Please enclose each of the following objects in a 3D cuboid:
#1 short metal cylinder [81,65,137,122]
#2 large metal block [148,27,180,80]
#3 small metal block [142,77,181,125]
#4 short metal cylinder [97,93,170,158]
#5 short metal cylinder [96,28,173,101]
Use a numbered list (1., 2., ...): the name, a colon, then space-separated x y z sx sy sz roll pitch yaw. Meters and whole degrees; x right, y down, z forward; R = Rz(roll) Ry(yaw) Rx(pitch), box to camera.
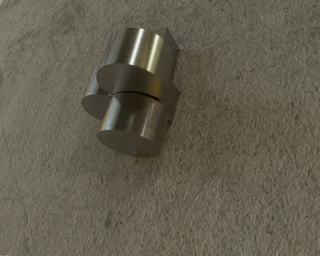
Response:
1. short metal cylinder: -0.062 -0.045 0.431 0.080 0.080 0.050 -2 61 27
2. large metal block: -0.023 -0.096 0.461 0.080 0.050 0.080 -2 61 27
3. small metal block: 0.002 -0.038 0.414 0.025 0.050 0.050 1 62 29
4. short metal cylinder: -0.033 -0.001 0.389 0.080 0.080 0.050 0 62 28
5. short metal cylinder: -0.029 -0.070 0.364 0.080 0.080 0.050 -2 61 27
